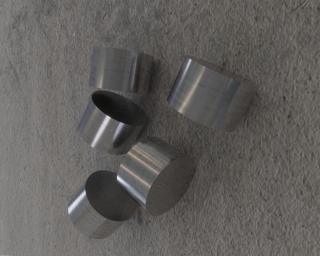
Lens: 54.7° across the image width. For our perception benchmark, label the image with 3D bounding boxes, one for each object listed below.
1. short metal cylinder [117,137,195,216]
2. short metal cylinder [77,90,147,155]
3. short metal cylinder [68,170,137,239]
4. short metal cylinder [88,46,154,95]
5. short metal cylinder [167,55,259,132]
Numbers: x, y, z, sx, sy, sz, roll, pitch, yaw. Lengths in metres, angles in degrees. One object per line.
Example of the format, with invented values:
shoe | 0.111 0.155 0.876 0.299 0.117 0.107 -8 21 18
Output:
short metal cylinder | -0.004 0.057 0.372 0.050 0.081 0.079 32 110 35
short metal cylinder | -0.065 -0.008 0.423 0.080 0.081 0.050 46 118 30
short metal cylinder | -0.080 0.107 0.435 0.050 0.081 0.080 -47 62 30
short metal cylinder | -0.051 -0.075 0.412 0.080 0.081 0.050 15 100 39
short metal cylinder | 0.054 -0.037 0.325 0.080 0.081 0.050 36 112 34
